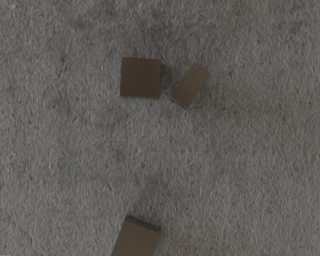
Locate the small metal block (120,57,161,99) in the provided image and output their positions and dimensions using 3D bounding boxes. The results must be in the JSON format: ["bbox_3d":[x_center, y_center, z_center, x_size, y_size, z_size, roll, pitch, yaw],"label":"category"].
[{"bbox_3d":[-0.025,-0.065,0.410,0.050,0.025,0.050,4,90,-1],"label":"small metal block"}]

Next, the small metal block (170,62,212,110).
[{"bbox_3d":[0.038,-0.052,0.398,0.025,0.050,0.050,34,90,-1],"label":"small metal block"}]

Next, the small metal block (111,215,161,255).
[{"bbox_3d":[-0.031,0.150,0.410,0.050,0.025,0.050,21,90,-1],"label":"small metal block"}]
